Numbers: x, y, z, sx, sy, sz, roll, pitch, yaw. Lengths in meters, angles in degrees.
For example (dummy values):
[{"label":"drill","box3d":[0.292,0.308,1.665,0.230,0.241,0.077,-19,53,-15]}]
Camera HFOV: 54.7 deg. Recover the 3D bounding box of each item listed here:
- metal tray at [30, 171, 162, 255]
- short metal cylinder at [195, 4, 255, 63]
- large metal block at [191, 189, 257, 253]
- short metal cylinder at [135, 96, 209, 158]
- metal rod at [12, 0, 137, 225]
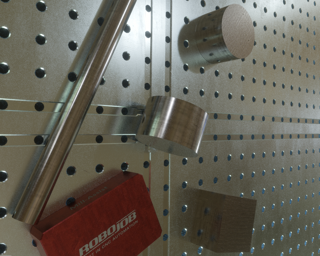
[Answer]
[{"label":"metal tray","box3d":[-0.064,0.118,0.352,0.131,0.030,0.090,-29,108,-36]},{"label":"short metal cylinder","box3d":[0.101,-0.143,0.477,0.081,0.050,0.080,0,90,-40]},{"label":"large metal block","box3d":[0.100,0.143,0.476,0.080,0.050,0.080,18,79,-39]},{"label":"short metal cylinder","box3d":[0.015,0.000,0.386,0.080,0.080,0.050,28,72,-37]},{"label":"metal rod","box3d":[-0.081,-0.046,0.340,0.025,0.025,0.299,32,70,-36]}]
